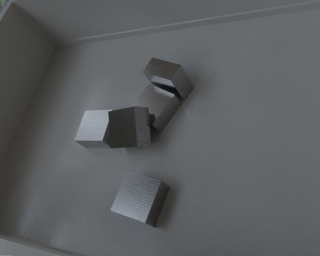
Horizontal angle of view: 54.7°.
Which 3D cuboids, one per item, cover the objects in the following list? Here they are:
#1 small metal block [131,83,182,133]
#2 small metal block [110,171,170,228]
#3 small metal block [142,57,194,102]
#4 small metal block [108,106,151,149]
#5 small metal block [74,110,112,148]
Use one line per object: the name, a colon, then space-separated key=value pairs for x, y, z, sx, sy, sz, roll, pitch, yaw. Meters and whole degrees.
small metal block: x=-0.007 y=-0.028 z=0.427 sx=0.050 sy=0.025 sz=0.050 roll=28 pitch=77 yaw=37
small metal block: x=-0.023 y=0.084 z=0.367 sx=0.050 sy=0.025 sz=0.050 roll=9 pitch=66 yaw=32
small metal block: x=0.012 y=-0.066 z=0.424 sx=0.050 sy=0.050 sz=0.025 roll=24 pitch=75 yaw=36
small metal block: x=-0.040 y=0.000 z=0.407 sx=0.050 sy=0.025 sz=0.050 roll=-7 pitch=85 yaw=40
small metal block: x=-0.090 y=0.002 z=0.452 sx=0.050 sy=0.025 sz=0.050 roll=-1 pitch=61 yaw=28
